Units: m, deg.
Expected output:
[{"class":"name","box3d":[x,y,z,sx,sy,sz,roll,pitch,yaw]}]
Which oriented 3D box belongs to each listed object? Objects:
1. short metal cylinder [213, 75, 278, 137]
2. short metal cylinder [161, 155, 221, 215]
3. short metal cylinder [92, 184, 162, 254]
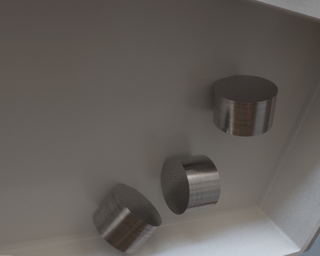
[{"class":"short metal cylinder","box3d":[0.113,-0.032,0.417,0.081,0.080,0.050,-17,126,-19]},{"class":"short metal cylinder","box3d":[0.042,0.080,0.448,0.050,0.080,0.079,-3,120,-28]},{"class":"short metal cylinder","box3d":[-0.045,0.123,0.426,0.080,0.080,0.050,35,99,-39]}]
